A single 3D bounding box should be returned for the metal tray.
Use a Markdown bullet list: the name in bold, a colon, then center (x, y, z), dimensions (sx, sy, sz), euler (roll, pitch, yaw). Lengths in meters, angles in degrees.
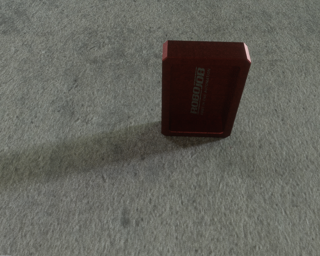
- **metal tray**: center (0.048, -0.040, 0.370), dimensions (0.091, 0.129, 0.030), euler (2, 50, 1)
